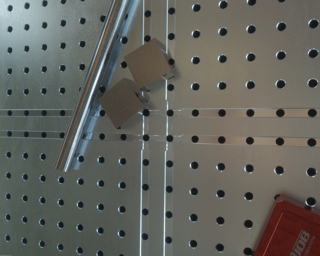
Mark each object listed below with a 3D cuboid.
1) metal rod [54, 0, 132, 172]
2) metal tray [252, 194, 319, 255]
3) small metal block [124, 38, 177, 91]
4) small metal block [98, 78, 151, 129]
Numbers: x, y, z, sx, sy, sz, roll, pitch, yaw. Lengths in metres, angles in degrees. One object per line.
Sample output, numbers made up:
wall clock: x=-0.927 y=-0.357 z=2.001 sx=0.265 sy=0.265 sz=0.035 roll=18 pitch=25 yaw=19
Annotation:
metal rod: x=-0.092 y=-0.078 z=0.445 sx=0.025 sy=0.025 sz=0.298 roll=24 pitch=98 yaw=18
metal tray: x=0.155 y=0.155 z=0.354 sx=0.090 sy=0.030 sz=0.129 roll=23 pitch=97 yaw=18
small metal block: x=-0.013 y=-0.084 z=0.417 sx=0.050 sy=0.025 sz=0.050 roll=-28 pitch=81 yaw=18
small metal block: x=-0.049 y=-0.033 z=0.430 sx=0.050 sy=0.025 sz=0.050 roll=-38 pitch=78 yaw=16
